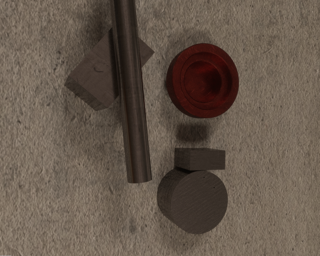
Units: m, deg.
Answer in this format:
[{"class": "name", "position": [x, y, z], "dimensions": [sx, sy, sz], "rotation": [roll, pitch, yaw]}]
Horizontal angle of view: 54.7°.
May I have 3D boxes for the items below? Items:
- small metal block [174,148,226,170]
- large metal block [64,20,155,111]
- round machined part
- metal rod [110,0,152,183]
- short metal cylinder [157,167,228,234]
[{"class": "small metal block", "position": [0.053, 0.041, 0.417], "dimensions": [0.050, 0.050, 0.025], "rotation": [2, 90, -20]}, {"class": "large metal block", "position": [-0.062, -0.067, 0.358], "dimensions": [0.050, 0.080, 0.080], "rotation": [41, 77, -16]}, {"class": "round machined part", "position": [0.054, -0.062, 0.421], "dimensions": [0.099, 0.042, 0.097], "rotation": [0, 90, -21]}, {"class": "metal rod", "position": [-0.034, -0.095, 0.311], "dimensions": [0.025, 0.025, 0.298], "rotation": [-6, 92, -20]}, {"class": "short metal cylinder", "position": [0.042, 0.093, 0.413], "dimensions": [0.081, 0.050, 0.079], "rotation": [0, 90, -21]}]
